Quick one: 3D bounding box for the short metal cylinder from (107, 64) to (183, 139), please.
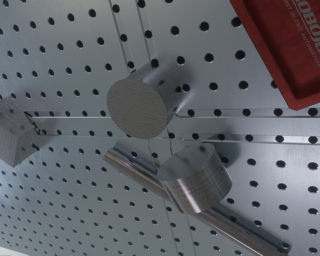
[{"bbox_3d":[-0.018,-0.033,0.384,0.080,0.050,0.079,13,124,21],"label":"short metal cylinder"}]

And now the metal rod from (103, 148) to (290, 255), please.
[{"bbox_3d":[0.048,0.116,0.457,0.301,0.025,0.025,30,128,8],"label":"metal rod"}]

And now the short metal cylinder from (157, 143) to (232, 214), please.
[{"bbox_3d":[0.043,0.062,0.391,0.080,0.080,0.050,-19,108,35],"label":"short metal cylinder"}]

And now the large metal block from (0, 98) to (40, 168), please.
[{"bbox_3d":[-0.264,0.009,0.540,0.080,0.050,0.079,34,129,5],"label":"large metal block"}]

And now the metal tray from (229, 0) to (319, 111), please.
[{"bbox_3d":[0.135,-0.089,0.281,0.090,0.030,0.130,-25,105,36],"label":"metal tray"}]
